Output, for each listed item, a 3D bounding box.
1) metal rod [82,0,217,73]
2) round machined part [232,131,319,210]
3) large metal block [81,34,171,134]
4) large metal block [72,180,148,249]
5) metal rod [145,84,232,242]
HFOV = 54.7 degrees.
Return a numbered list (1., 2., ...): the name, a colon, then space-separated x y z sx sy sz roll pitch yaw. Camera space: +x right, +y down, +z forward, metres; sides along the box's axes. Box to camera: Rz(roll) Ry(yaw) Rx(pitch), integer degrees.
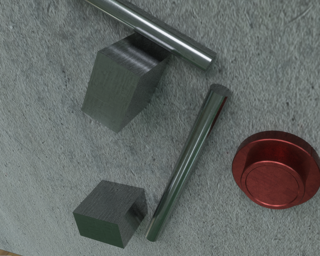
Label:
1. metal rod: -0.072 -0.150 0.350 0.301 0.025 0.025 32 128 6
2. round machined part: 0.132 0.055 0.360 0.098 0.042 0.097 13 124 20
3. large metal block: -0.038 -0.054 0.357 0.050 0.080 0.079 33 128 6
4. large metal block: -0.076 0.133 0.492 0.080 0.080 0.050 7 121 24
5. metal rod: 0.027 0.069 0.434 0.025 0.025 0.298 28 128 10
